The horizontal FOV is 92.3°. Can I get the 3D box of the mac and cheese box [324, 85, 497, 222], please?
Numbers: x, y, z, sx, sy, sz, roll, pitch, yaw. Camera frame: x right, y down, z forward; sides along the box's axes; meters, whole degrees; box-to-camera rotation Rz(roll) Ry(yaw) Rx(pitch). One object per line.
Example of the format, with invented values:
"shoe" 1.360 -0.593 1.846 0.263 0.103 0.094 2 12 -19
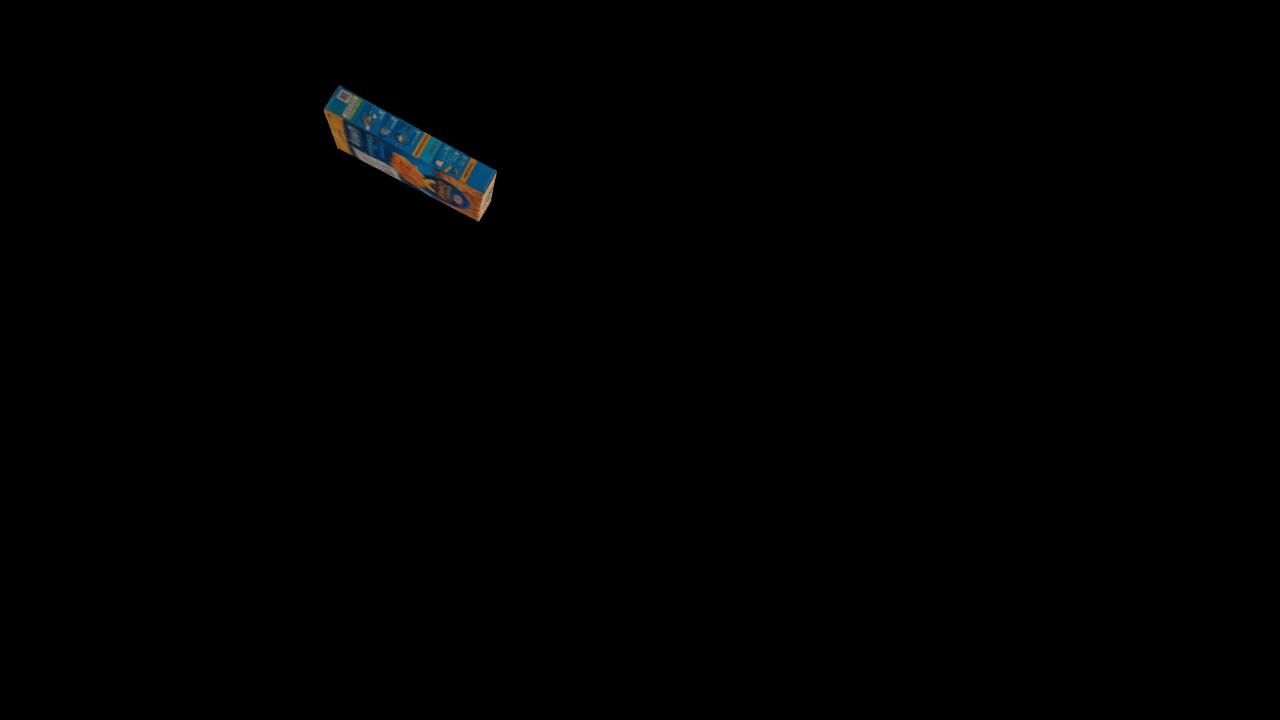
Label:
"mac and cheese box" -0.262 -0.234 0.717 0.184 0.041 0.093 27 -16 -13
